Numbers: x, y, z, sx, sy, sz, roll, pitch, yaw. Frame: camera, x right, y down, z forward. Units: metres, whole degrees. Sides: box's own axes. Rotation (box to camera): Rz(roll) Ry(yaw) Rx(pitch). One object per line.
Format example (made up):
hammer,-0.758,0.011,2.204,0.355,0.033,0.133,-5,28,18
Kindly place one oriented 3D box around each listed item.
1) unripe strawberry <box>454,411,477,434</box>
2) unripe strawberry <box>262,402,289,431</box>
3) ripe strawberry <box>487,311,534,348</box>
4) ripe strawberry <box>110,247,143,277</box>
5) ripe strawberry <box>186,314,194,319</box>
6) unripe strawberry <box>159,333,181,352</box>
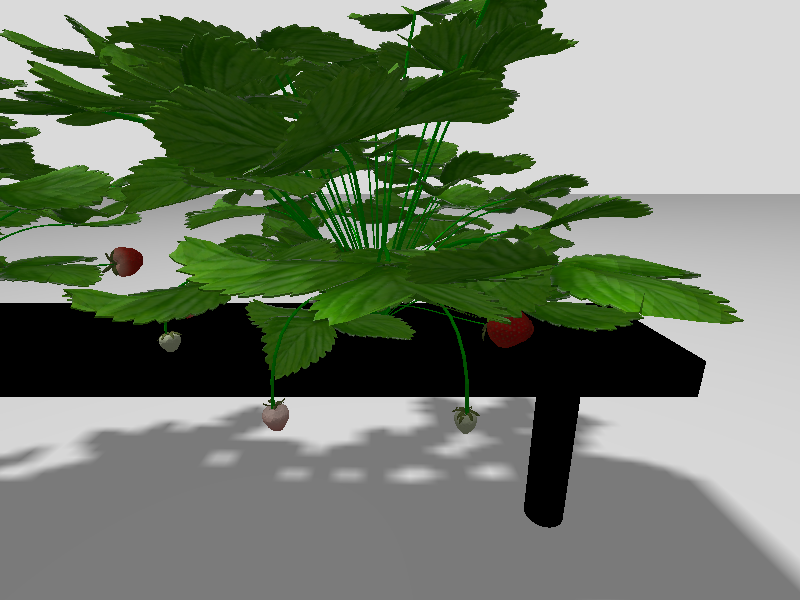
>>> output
unripe strawberry,0.034,0.063,0.206,0.012,0.012,0.012,-5,17,-17
unripe strawberry,-0.066,0.063,0.214,0.014,0.015,0.015,5,17,15
ripe strawberry,0.087,0.021,0.315,0.035,0.034,0.038,9,19,26
ripe strawberry,-0.375,-0.054,0.552,0.036,0.041,0.040,8,18,25
ripe strawberry,-0.210,0.004,0.387,0.030,0.029,0.027,-7,16,8
unripe strawberry,-0.179,0.034,0.313,0.015,0.015,0.014,-6,18,-20
